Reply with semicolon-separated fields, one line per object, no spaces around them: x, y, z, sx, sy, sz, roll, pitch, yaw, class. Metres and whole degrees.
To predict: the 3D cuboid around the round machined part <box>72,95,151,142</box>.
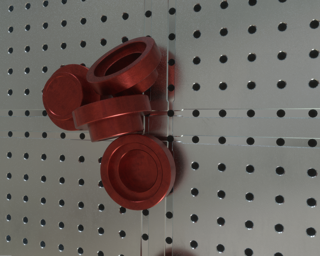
-0.058;-0.009;0.395;0.098;0.098;0.042;-14;88;19;round machined part

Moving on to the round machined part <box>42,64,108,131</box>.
-0.129;-0.045;0.450;0.098;0.042;0.097;0;90;20;round machined part

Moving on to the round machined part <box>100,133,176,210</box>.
-0.026;0.055;0.412;0.098;0.042;0.097;1;92;19;round machined part

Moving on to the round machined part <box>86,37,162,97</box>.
-0.042;-0.073;0.400;0.098;0.098;0.042;-18;126;19;round machined part
